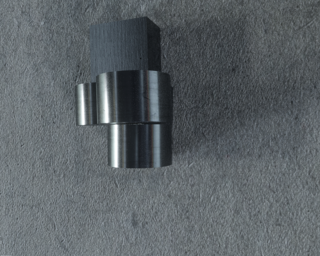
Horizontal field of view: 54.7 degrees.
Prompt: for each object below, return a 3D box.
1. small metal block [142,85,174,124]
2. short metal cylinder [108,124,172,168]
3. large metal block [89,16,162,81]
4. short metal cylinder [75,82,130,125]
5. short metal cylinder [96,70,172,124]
[{"bbox_3d":[-0.002,-0.030,0.400,0.025,0.050,0.050,1,91,20],"label":"small metal block"},{"bbox_3d":[-0.025,0.021,0.390,0.080,0.080,0.050,0,90,20],"label":"short metal cylinder"},{"bbox_3d":[-0.044,-0.095,0.413,0.080,0.050,0.080,-2,89,20],"label":"large metal block"},{"bbox_3d":[-0.069,-0.029,0.406,0.080,0.080,0.050,-2,89,20],"label":"short metal cylinder"},{"bbox_3d":[-0.028,-0.031,0.338,0.080,0.080,0.050,-2,89,20],"label":"short metal cylinder"}]
